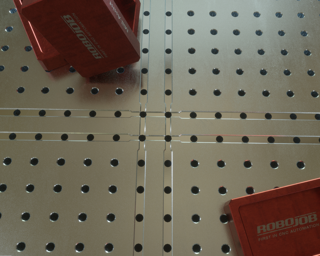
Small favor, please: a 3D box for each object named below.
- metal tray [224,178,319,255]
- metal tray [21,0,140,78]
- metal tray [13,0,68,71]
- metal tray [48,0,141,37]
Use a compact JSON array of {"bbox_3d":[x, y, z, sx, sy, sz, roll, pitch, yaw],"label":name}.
[{"bbox_3d":[0.153,0.117,0.368,0.131,0.030,0.090,-12,71,-5],"label":"metal tray"},{"bbox_3d":[-0.091,-0.123,0.386,0.090,0.130,0.030,-14,58,16],"label":"metal tray"},{"bbox_3d":[-0.155,-0.159,0.464,0.091,0.030,0.130,-24,72,-9],"label":"metal tray"},{"bbox_3d":[-0.084,-0.171,0.422,0.030,0.131,0.090,-12,65,37],"label":"metal tray"}]
